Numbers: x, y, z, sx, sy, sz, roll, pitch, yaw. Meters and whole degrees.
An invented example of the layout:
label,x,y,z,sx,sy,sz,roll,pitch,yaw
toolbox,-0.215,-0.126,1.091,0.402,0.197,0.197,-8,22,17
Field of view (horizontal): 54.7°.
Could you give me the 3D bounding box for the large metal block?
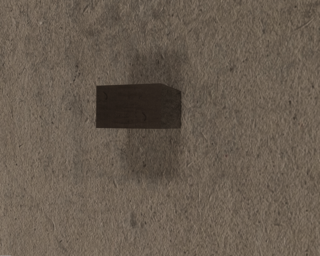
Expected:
label,x,y,z,sx,sy,sz,roll,pitch,yaw
large metal block,-0.023,-0.025,0.387,0.080,0.080,0.050,1,90,19
